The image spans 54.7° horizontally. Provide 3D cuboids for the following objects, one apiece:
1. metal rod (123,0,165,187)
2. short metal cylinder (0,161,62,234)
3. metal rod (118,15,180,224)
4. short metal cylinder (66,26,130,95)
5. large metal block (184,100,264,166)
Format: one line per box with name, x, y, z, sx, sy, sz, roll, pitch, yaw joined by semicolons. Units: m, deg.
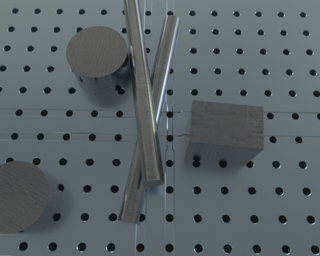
metal rod;-0.026;-0.069;0.417;0.025;0.025;0.299;-7;63;-3
short metal cylinder;-0.164;0.084;0.367;0.081;0.050;0.080;0;70;0
metal rod;-0.010;-0.025;0.420;0.025;0.025;0.299;10;70;4
short metal cylinder;-0.083;-0.093;0.432;0.081;0.050;0.080;0;70;0
large metal block;0.074;0.009;0.380;0.080;0.080;0.050;6;70;2
